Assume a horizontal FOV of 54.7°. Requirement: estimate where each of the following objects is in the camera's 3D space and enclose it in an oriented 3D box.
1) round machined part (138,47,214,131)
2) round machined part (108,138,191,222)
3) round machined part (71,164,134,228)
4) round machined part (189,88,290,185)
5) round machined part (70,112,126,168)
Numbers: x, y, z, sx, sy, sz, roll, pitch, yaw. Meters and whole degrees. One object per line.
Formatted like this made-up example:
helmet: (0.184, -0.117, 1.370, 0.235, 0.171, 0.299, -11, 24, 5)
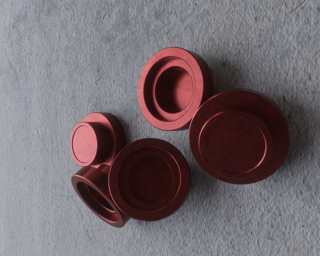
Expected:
round machined part: (0.023, -0.045, 0.375, 0.098, 0.042, 0.097, 0, 90, 40)
round machined part: (-0.010, 0.064, 0.383, 0.098, 0.042, 0.098, -3, 75, 10)
round machined part: (-0.074, 0.090, 0.435, 0.098, 0.042, 0.097, 28, 142, 24)
round machined part: (0.076, 0.011, 0.308, 0.098, 0.042, 0.097, 5, 106, 18)
round machined part: (-0.101, 0.024, 0.478, 0.098, 0.042, 0.097, 0, 90, 40)
